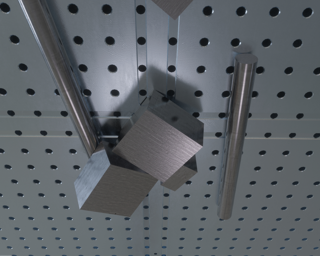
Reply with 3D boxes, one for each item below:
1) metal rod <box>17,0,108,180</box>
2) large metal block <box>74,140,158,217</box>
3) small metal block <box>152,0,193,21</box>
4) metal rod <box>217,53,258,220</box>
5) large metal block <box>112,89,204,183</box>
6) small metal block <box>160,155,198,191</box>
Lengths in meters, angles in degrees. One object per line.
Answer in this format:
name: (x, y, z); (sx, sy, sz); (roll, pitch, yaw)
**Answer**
metal rod: (-0.108, -0.041, 0.374); (0.025, 0.025, 0.298); (-7, 130, 6)
large metal block: (-0.061, 0.073, 0.432); (0.080, 0.050, 0.080); (21, 113, -36)
small metal block: (0.012, -0.141, 0.292); (0.050, 0.025, 0.050); (33, 123, -25)
metal rod: (0.104, 0.036, 0.442); (0.025, 0.025, 0.298); (-2, 130, 2)
large metal block: (-0.001, 0.012, 0.396); (0.080, 0.050, 0.080); (34, 123, -14)
small metal block: (0.025, 0.053, 0.440); (0.025, 0.050, 0.050); (28, 125, -23)
